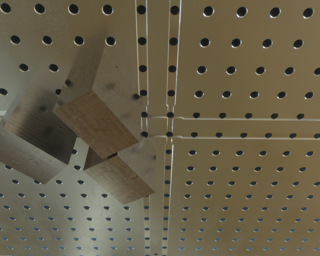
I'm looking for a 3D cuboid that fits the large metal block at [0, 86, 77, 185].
[{"bbox_3d":[-0.152,0.009,0.382,0.050,0.080,0.080,-37,121,27],"label":"large metal block"}]

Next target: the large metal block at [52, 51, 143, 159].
[{"bbox_3d":[-0.065,-0.026,0.352,0.050,0.080,0.080,-25,126,20],"label":"large metal block"}]

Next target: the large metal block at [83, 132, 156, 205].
[{"bbox_3d":[-0.048,0.040,0.409,0.050,0.080,0.080,-26,126,20],"label":"large metal block"}]
